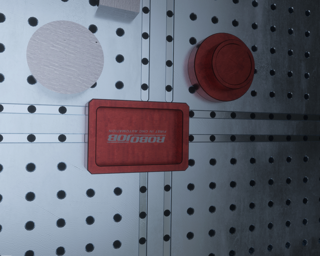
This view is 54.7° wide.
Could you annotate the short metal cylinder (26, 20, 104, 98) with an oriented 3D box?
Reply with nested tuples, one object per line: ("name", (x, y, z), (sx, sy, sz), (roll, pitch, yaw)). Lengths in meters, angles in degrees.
("short metal cylinder", (-0.109, -0.077, 0.359), (0.081, 0.050, 0.080), (0, 90, -20))

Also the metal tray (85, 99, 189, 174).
("metal tray", (-0.028, 0.011, 0.399), (0.131, 0.030, 0.089), (1, 90, -20))

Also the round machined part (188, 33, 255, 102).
("round machined part", (0.093, -0.086, 0.438), (0.099, 0.042, 0.097), (0, 90, -20))

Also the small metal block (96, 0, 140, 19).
("small metal block", (-0.052, -0.172, 0.393), (0.050, 0.025, 0.050), (4, 89, -20))
